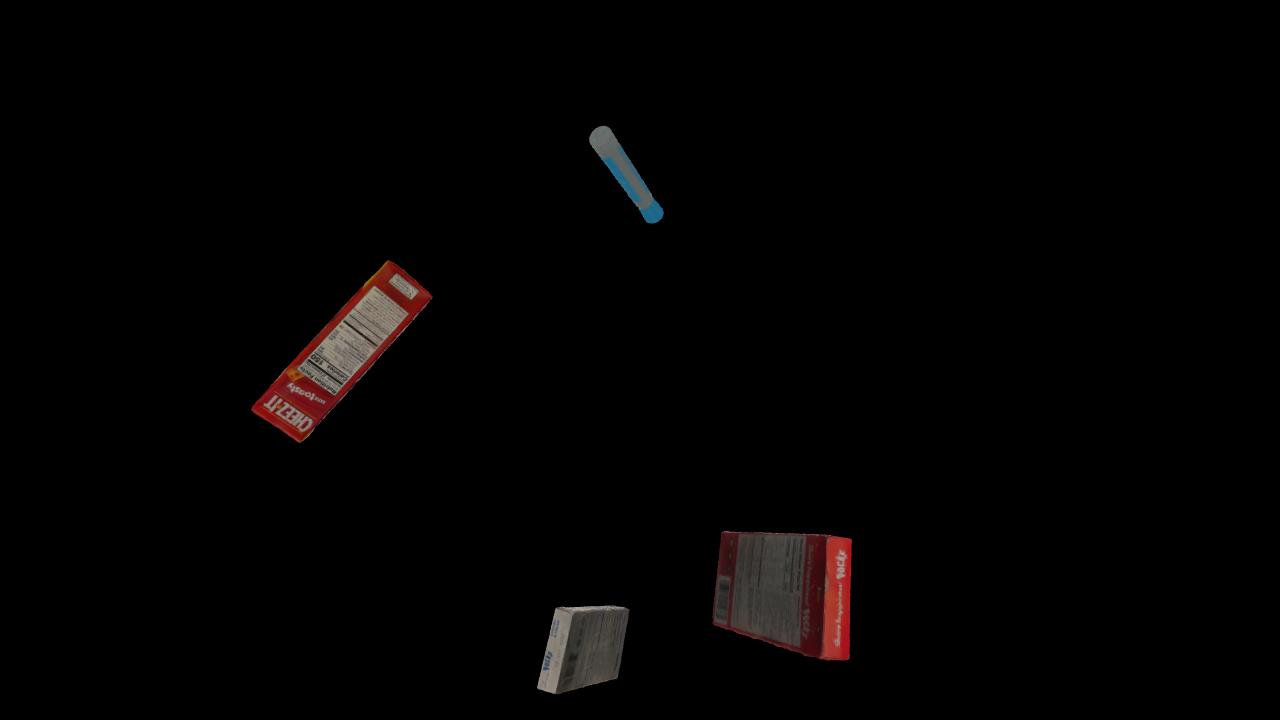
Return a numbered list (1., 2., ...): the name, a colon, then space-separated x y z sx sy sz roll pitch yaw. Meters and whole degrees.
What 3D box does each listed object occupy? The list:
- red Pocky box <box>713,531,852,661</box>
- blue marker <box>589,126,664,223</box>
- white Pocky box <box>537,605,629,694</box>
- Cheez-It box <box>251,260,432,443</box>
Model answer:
1. red Pocky box: 0.108 0.180 0.489 0.028 0.083 0.155 15 -19 -18
2. blue marker: -0.007 -0.149 0.513 0.020 0.020 0.121 0 -18 23
3. white Pocky box: -0.059 0.327 0.706 0.028 0.084 0.154 4 -18 25
4. Cheez-It box: -0.359 -0.019 0.759 0.071 0.223 0.166 43 -11 -21
